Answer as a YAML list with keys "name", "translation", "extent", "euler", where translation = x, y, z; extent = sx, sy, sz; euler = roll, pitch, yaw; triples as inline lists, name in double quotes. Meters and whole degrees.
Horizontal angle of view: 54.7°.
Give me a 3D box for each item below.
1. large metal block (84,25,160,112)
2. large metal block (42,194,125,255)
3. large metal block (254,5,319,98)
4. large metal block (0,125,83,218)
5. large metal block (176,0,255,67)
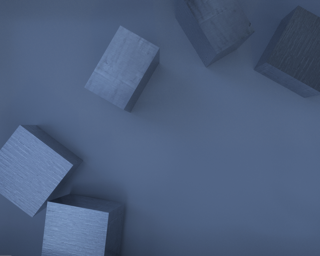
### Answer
- name: "large metal block"
  translation: [-0.042, -0.067, 0.383]
  extent: [0.050, 0.080, 0.080]
  euler: [30, 90, -1]
- name: "large metal block"
  translation: [-0.095, 0.133, 0.388]
  extent: [0.080, 0.050, 0.079]
  euler: [6, 90, 14]
- name: "large metal block"
  translation: [0.184, -0.095, 0.401]
  extent: [0.080, 0.050, 0.080]
  euler: [29, 90, -1]
- name: "large metal block"
  translation: [-0.161, 0.052, 0.397]
  extent: [0.080, 0.050, 0.080]
  euler: [38, 90, -1]
- name: "large metal block"
  translation: [0.064, -0.129, 0.385]
  extent: [0.050, 0.080, 0.080]
  euler: [-31, 90, 0]
